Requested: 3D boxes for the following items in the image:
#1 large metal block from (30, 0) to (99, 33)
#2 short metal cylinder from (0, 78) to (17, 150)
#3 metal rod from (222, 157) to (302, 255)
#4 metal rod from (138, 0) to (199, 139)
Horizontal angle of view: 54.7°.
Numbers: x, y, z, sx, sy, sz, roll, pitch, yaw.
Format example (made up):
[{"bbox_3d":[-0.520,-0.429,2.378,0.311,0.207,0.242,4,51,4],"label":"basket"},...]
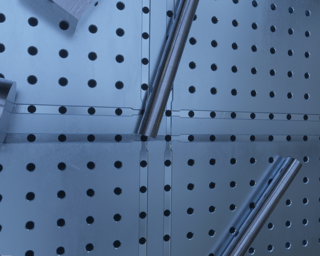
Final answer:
[{"bbox_3d":[-0.109,-0.174,0.359,0.080,0.050,0.080,35,79,-17],"label":"large metal block"},{"bbox_3d":[-0.184,-0.016,0.316,0.050,0.080,0.080,14,85,-20],"label":"short metal cylinder"},{"bbox_3d":[0.121,0.167,0.457,0.025,0.025,0.300,43,77,-15],"label":"metal rod"},{"bbox_3d":[0.027,-0.131,0.422,0.025,0.025,0.299,20,83,-19],"label":"metal rod"}]
